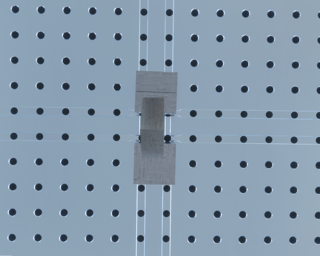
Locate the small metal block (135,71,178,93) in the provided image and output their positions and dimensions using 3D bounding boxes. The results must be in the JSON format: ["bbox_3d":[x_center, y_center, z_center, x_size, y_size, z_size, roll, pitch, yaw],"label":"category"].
[{"bbox_3d":[-0.004,-0.056,0.400,0.050,0.050,0.025,2,90,-1],"label":"small metal block"}]

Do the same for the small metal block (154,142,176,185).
[{"bbox_3d":[0.006,0.044,0.400,0.025,0.050,0.050,1,90,0],"label":"small metal block"}]

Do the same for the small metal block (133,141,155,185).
[{"bbox_3d":[-0.019,0.043,0.400,0.025,0.050,0.050,1,90,0],"label":"small metal block"}]

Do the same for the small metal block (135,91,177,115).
[{"bbox_3d":[-0.005,-0.031,0.400,0.050,0.050,0.025,2,90,-1],"label":"small metal block"}]

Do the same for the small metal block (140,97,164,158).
[{"bbox_3d":[-0.008,0.000,0.359,0.025,0.050,0.050,1,48,0],"label":"small metal block"}]
